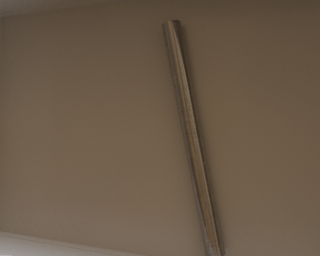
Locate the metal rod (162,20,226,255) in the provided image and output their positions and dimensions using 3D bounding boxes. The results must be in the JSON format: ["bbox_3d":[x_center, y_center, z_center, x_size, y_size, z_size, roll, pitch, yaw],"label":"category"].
[{"bbox_3d":[0.042,0.011,0.395,0.025,0.025,0.299,-12,86,20],"label":"metal rod"}]
